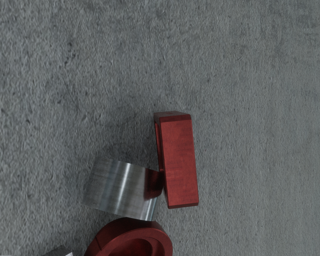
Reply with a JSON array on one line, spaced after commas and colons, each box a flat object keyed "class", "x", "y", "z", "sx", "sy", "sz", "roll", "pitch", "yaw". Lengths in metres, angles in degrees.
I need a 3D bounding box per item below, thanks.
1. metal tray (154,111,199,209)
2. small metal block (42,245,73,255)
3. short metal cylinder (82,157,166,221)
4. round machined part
[{"class": "metal tray", "x": 0.014, "y": 0.028, "z": 0.355, "sx": 0.030, "sy": 0.130, "sz": 0.089, "roll": -6, "pitch": 95, "yaw": -3}, {"class": "small metal block", "x": -0.111, "y": 0.157, "z": 0.313, "sx": 0.050, "sy": 0.025, "sz": 0.050, "roll": -21, "pitch": 103, "yaw": -38}, {"class": "short metal cylinder", "x": -0.038, "y": 0.066, "z": 0.339, "sx": 0.080, "sy": 0.080, "sz": 0.050, "roll": 24, "pitch": 75, "yaw": -38}, {"class": "round machined part", "x": -0.039, "y": 0.141, "z": 0.348, "sx": 0.099, "sy": 0.042, "sz": 0.097, "roll": -11, "pitch": 116, "yaw": -24}]
